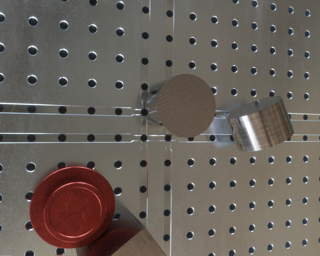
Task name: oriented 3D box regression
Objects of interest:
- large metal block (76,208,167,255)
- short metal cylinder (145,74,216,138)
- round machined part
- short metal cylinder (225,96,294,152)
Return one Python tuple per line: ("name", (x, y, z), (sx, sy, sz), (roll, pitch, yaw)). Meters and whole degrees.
("large metal block", (-0.047, 0.150, 0.366), (0.080, 0.080, 0.050), (-37, 102, -16))
("short metal cylinder", (0.026, -0.028, 0.409), (0.081, 0.050, 0.079), (0, 90, -20))
("round machined part", (-0.101, 0.095, 0.366), (0.099, 0.042, 0.097), (0, 90, -20))
("short metal cylinder", (0.139, -0.006, 0.435), (0.081, 0.080, 0.050), (-26, 99, -18))
